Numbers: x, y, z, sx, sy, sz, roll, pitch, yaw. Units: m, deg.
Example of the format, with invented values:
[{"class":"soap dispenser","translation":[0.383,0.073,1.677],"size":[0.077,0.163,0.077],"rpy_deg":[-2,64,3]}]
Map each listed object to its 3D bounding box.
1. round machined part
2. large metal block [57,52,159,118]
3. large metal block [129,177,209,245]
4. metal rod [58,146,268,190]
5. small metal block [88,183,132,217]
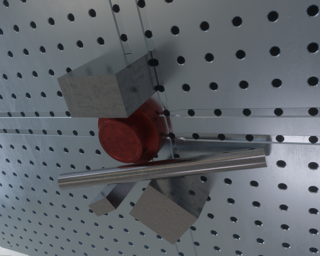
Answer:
[{"class":"round machined part","translation":[-0.046,0.010,0.431],"size":[0.098,0.042,0.097],"rpy_deg":[13,124,21]},{"class":"large metal block","translation":[-0.059,-0.053,0.374],"size":[0.080,0.080,0.050],"rpy_deg":[1,119,27]},{"class":"large metal block","translation":[0.012,0.113,0.459],"size":[0.080,0.050,0.079],"rpy_deg":[34,129,5]},{"class":"metal rod","translation":[-0.012,0.058,0.422],"size":[0.301,0.025,0.025],"rpy_deg":[-10,114,22]},{"class":"small metal block","translation":[-0.082,0.114,0.509],"size":[0.050,0.050,0.025],"rpy_deg":[-31,101,38]}]
